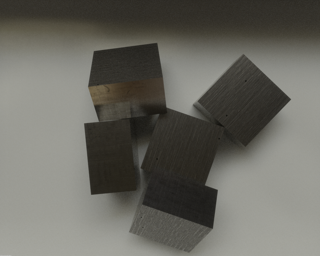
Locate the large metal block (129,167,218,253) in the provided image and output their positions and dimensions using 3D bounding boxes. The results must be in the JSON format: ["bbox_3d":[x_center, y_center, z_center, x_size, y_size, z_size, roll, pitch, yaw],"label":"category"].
[{"bbox_3d":[0.015,0.102,0.376,0.080,0.079,0.050,20,48,-2],"label":"large metal block"}]

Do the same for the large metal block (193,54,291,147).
[{"bbox_3d":[0.102,-0.034,0.399,0.080,0.050,0.080,44,90,-1],"label":"large metal block"}]

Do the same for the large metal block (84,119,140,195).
[{"bbox_3d":[-0.055,0.032,0.382,0.050,0.080,0.079,-6,90,0],"label":"large metal block"}]

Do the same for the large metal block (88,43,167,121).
[{"bbox_3d":[-0.037,-0.057,0.376,0.081,0.080,0.050,-7,132,0],"label":"large metal block"}]

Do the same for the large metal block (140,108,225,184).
[{"bbox_3d":[0.028,0.024,0.399,0.080,0.050,0.080,19,90,-1],"label":"large metal block"}]
